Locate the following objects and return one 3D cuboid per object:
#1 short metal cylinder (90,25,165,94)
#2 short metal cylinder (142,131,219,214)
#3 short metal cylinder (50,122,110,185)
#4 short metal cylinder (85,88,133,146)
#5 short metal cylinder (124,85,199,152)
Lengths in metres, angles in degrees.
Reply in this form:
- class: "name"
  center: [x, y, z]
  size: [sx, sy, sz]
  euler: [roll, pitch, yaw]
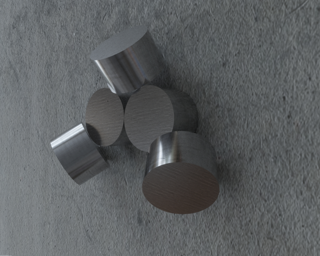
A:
- class: "short metal cylinder"
  center: [-0.041, -0.088, 0.397]
  size: [0.080, 0.080, 0.050]
  euler: [2, 134, 40]
- class: "short metal cylinder"
  center: [0.023, 0.050, 0.343]
  size: [0.080, 0.080, 0.050]
  euler: [-44, 22, 31]
- class: "short metal cylinder"
  center: [-0.117, 0.037, 0.459]
  size: [0.050, 0.080, 0.080]
  euler: [-32, 64, -8]
- class: "short metal cylinder"
  center: [-0.061, -0.015, 0.440]
  size: [0.080, 0.050, 0.080]
  euler: [0, 90, 40]
- class: "short metal cylinder"
  center: [0.001, -0.011, 0.389]
  size: [0.080, 0.050, 0.080]
  euler: [0, 90, 40]
